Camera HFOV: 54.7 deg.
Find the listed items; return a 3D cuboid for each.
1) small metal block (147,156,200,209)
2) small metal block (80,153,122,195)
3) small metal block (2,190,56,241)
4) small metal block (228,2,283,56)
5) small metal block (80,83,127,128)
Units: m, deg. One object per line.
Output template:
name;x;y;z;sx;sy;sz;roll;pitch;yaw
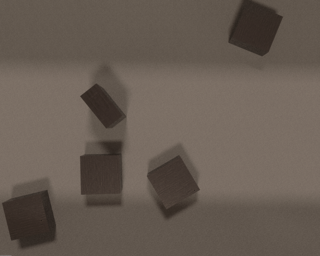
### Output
small metal block;0.017;0.071;0.412;0.050;0.025;0.050;-30;90;-1
small metal block;-0.077;0.060;0.410;0.050;0.025;0.050;-1;90;-1
small metal block;-0.172;0.114;0.409;0.050;0.025;0.050;-14;90;-1
small metal block;0.127;-0.131;0.413;0.050;0.025;0.050;22;90;-1
small metal block;-0.071;-0.027;0.398;0.025;0.050;0.050;-39;91;0
